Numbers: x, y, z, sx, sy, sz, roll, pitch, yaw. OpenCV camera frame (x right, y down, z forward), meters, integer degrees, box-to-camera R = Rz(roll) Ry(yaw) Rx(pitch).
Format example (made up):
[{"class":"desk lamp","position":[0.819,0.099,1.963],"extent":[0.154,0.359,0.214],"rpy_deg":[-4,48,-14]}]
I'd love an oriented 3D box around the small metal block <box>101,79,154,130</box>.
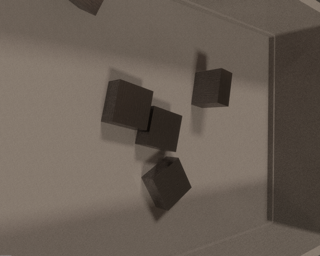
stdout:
[{"class":"small metal block","position":[-0.039,-0.027,0.376],"extent":[0.050,0.025,0.050],"rpy_deg":[16,80,-39]}]

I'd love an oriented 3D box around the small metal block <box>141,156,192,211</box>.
[{"class":"small metal block","position":[0.010,0.074,0.417],"extent":[0.050,0.025,0.050],"rpy_deg":[-37,113,-34]}]

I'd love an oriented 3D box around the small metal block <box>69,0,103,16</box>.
[{"class":"small metal block","position":[-0.078,-0.153,0.318],"extent":[0.050,0.025,0.050],"rpy_deg":[-61,157,5]}]

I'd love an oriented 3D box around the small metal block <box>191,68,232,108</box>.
[{"class":"small metal block","position":[0.076,-0.057,0.456],"extent":[0.025,0.050,0.050],"rpy_deg":[13,82,-40]}]

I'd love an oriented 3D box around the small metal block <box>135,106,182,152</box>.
[{"class":"small metal block","position":[-0.001,0.002,0.408],"extent":[0.050,0.025,0.050],"rpy_deg":[17,79,-39]}]
